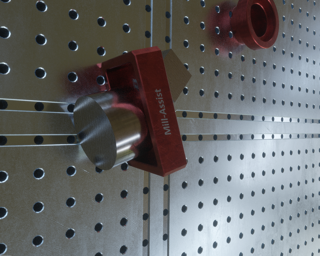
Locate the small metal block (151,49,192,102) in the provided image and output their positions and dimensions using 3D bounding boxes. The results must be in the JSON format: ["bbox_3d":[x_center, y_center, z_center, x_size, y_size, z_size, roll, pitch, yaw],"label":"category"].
[{"bbox_3d":[0.009,-0.069,0.417,0.050,0.025,0.050,47,62,-30],"label":"small metal block"}]

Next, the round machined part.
[{"bbox_3d":[0.159,-0.182,0.531,0.099,0.042,0.097,0,90,-40],"label":"round machined part"}]

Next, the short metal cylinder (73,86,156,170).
[{"bbox_3d":[-0.049,-0.001,0.332,0.050,0.080,0.080,-22,104,-38],"label":"short metal cylinder"}]

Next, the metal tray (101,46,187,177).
[{"bbox_3d":[-0.020,-0.017,0.346,0.030,0.090,0.129,-19,102,-29],"label":"metal tray"}]
